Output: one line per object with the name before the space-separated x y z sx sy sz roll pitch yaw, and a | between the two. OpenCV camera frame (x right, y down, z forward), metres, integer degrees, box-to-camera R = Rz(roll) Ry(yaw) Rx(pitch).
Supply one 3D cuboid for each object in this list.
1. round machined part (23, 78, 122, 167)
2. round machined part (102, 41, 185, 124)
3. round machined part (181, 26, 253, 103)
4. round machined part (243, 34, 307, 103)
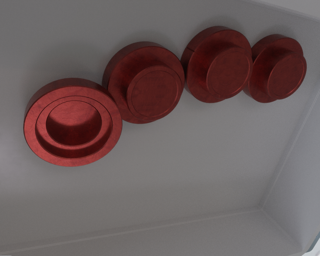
round machined part | -0.094 -0.009 0.336 0.099 0.042 0.097 -10 124 -15
round machined part | -0.014 -0.047 0.361 0.099 0.042 0.097 -14 124 -21
round machined part | 0.078 -0.075 0.393 0.099 0.042 0.097 -14 124 -21
round machined part | 0.166 -0.079 0.439 0.099 0.042 0.097 -14 124 -21
